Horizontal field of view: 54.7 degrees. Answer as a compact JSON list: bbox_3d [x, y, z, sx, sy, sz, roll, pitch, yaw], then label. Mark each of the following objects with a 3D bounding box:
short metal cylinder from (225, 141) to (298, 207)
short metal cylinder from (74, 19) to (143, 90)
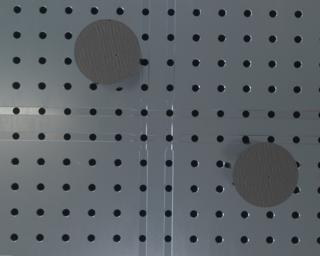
[{"bbox_3d":[0.128,0.057,0.402,0.081,0.050,0.079,0,90,0],"label":"short metal cylinder"},{"bbox_3d":[-0.064,-0.092,0.400,0.081,0.050,0.079,0,90,0],"label":"short metal cylinder"}]
